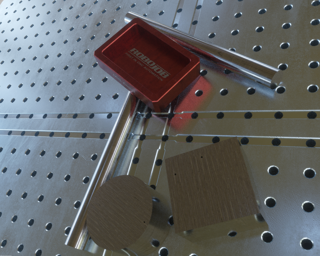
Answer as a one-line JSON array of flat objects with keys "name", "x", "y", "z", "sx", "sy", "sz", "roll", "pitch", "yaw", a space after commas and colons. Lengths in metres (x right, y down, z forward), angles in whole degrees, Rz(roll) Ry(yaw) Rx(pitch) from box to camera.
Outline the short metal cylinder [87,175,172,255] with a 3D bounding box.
[{"name": "short metal cylinder", "x": -0.034, "y": 0.099, "z": 0.348, "sx": 0.080, "sy": 0.050, "sz": 0.080, "roll": -13, "pitch": 56, "yaw": 20}]

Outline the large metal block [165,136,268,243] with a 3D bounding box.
[{"name": "large metal block", "x": 0.057, "y": 0.065, "z": 0.322, "sx": 0.080, "sy": 0.050, "sz": 0.080, "roll": -19, "pitch": 54, "yaw": 16}]

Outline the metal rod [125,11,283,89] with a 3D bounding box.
[{"name": "metal rod", "x": 0.043, "y": -0.127, "z": 0.461, "sx": 0.025, "sy": 0.025, "sz": 0.300, "roll": -49, "pitch": 52, "yaw": -7}]

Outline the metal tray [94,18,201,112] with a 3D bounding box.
[{"name": "metal tray", "x": -0.019, "y": -0.093, "z": 0.441, "sx": 0.130, "sy": 0.030, "sz": 0.090, "roll": 40, "pitch": 76, "yaw": 23}]

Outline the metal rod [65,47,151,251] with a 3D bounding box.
[{"name": "metal rod", "x": -0.056, "y": 0.012, "z": 0.428, "sx": 0.025, "sy": 0.025, "sz": 0.300, "roll": 6, "pitch": 64, "yaw": 30}]
